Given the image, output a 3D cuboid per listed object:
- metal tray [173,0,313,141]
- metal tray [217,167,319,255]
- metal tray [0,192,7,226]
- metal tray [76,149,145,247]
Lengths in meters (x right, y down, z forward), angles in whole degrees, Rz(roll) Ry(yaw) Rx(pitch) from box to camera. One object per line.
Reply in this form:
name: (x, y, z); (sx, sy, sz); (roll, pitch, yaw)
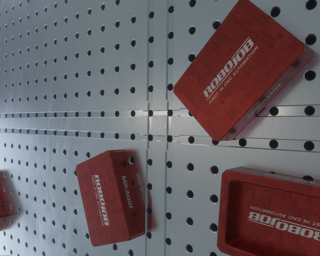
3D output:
metal tray: (0.082, -0.059, 0.339); (0.129, 0.030, 0.090); (-52, 60, 27)
metal tray: (0.123, 0.094, 0.304); (0.130, 0.030, 0.090); (6, 94, 40)
metal tray: (-0.421, 0.182, 0.757); (0.090, 0.030, 0.130); (-47, 62, 30)
metal tray: (-0.079, 0.107, 0.473); (0.090, 0.030, 0.130); (-25, 74, 37)
